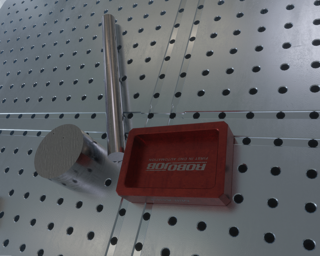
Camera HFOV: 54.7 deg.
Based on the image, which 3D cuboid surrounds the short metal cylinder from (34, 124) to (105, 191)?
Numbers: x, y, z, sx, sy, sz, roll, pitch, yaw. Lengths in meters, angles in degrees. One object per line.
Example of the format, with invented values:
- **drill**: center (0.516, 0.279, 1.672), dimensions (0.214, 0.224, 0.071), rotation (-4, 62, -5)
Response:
- **short metal cylinder**: center (-0.125, 0.041, 0.433), dimensions (0.080, 0.050, 0.080), rotation (-13, 56, 21)

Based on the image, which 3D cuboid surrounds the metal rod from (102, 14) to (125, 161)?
- **metal rod**: center (-0.077, -0.083, 0.499), dimensions (0.025, 0.025, 0.299), rotation (-21, 54, 16)

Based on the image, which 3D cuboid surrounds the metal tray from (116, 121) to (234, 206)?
- **metal tray**: center (0.018, 0.042, 0.369), dimensions (0.130, 0.030, 0.090), rotation (-4, 60, 25)
